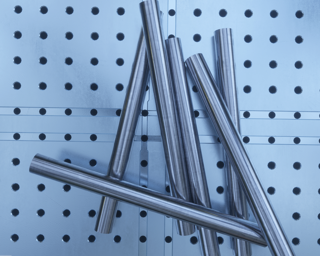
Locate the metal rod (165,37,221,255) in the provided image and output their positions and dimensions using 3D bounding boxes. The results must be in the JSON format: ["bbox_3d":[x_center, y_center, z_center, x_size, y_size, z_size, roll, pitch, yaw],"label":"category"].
[{"bbox_3d":[0.042,0.030,0.413,0.025,0.025,0.299,-11,90,0],"label":"metal rod"}]

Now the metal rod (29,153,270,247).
[{"bbox_3d":[-0.010,0.090,0.383,0.301,0.025,0.025,18,90,-2],"label":"metal rod"}]

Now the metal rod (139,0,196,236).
[{"bbox_3d":[0.011,-0.008,0.399,0.025,0.025,0.298,-10,96,0],"label":"metal rod"}]

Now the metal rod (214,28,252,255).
[{"bbox_3d":[0.097,0.019,0.413,0.025,0.025,0.298,-5,90,0],"label":"metal rod"}]

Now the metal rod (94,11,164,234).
[{"bbox_3d":[-0.042,-0.010,0.413,0.025,0.025,0.299,13,90,0],"label":"metal rod"}]

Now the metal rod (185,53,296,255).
[{"bbox_3d":[0.101,0.044,0.382,0.025,0.025,0.299,-22,79,0],"label":"metal rod"}]
